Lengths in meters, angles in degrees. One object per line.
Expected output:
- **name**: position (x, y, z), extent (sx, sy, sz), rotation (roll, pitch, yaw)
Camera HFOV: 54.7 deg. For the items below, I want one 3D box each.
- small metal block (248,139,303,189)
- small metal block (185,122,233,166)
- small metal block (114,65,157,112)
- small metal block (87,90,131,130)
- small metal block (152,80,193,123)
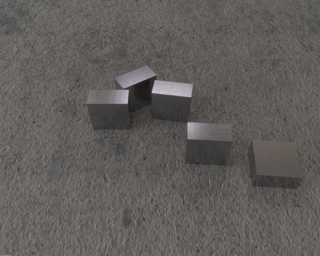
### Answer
- **small metal block**: position (0.135, 0.043, 0.368), extent (0.050, 0.025, 0.050), rotation (4, 50, 3)
- **small metal block**: position (0.057, 0.020, 0.370), extent (0.050, 0.050, 0.025), rotation (3, 50, 2)
- **small metal block**: position (-0.032, -0.053, 0.431), extent (0.050, 0.050, 0.025), rotation (-26, 55, -20)
- **small metal block**: position (-0.065, -0.023, 0.406), extent (0.050, 0.050, 0.025), rotation (0, 50, 0)
- **small metal block**: position (0.016, -0.035, 0.416), extent (0.050, 0.050, 0.025), rotation (7, 51, 6)
